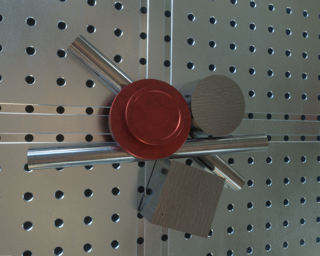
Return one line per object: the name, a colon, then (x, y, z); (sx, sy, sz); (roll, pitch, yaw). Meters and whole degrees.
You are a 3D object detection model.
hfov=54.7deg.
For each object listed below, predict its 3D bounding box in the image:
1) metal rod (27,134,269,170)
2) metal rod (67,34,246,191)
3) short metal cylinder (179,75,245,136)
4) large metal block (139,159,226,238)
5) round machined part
metal rod: (-0.004, 0.028, 0.392); (0.302, 0.025, 0.025); (-3, 91, -13)
metal rod: (0.006, -0.011, 0.416); (0.300, 0.025, 0.025); (40, 77, -16)
short metal cylinder: (0.068, -0.029, 0.425); (0.081, 0.050, 0.079); (0, 90, -21)
large metal block: (0.029, 0.089, 0.409); (0.080, 0.050, 0.080); (21, 83, -19)
round machined part: (-0.009, -0.011, 0.365); (0.099, 0.042, 0.097); (2, 81, -14)
